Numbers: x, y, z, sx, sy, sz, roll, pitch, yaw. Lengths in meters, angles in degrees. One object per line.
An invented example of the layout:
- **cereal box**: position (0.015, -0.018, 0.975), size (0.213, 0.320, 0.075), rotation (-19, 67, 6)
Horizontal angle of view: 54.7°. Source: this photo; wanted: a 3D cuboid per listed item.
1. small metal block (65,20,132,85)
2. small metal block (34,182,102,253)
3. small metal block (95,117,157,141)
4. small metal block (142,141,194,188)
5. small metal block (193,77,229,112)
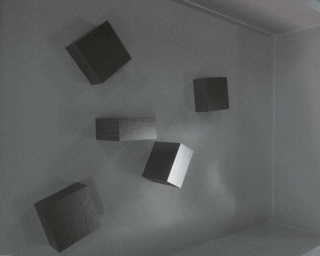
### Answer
- **small metal block**: position (-0.068, -0.084, 0.350), size (0.050, 0.025, 0.050), rotation (-48, 119, -29)
- **small metal block**: position (-0.096, 0.093, 0.327), size (0.050, 0.025, 0.050), rotation (-25, 106, -37)
- **small metal block**: position (-0.040, 0.000, 0.359), size (0.050, 0.050, 0.025), rotation (-3, 92, -40)
- **small metal block**: position (0.009, 0.046, 0.400), size (0.025, 0.050, 0.050), rotation (34, 69, -36)
- **small metal block**: position (0.079, -0.051, 0.475), size (0.050, 0.025, 0.050), rotation (-9, 96, -40)
